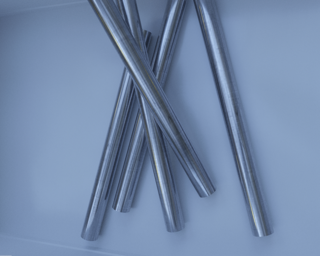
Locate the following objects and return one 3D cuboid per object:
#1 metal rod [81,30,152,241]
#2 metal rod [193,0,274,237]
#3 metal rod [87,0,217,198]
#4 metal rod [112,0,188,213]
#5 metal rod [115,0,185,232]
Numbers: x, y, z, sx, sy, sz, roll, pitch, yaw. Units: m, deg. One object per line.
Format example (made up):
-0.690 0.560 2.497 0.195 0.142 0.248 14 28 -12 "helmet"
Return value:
-0.062 0.013 0.431 0.025 0.025 0.298 17 96 19 "metal rod"
0.088 -0.020 0.379 0.025 0.025 0.298 -15 85 19 "metal rod"
-0.012 -0.047 0.361 0.025 0.025 0.299 -26 102 18 "metal rod"
-0.014 -0.031 0.414 0.025 0.025 0.298 17 96 19 "metal rod"
-0.011 -0.015 0.389 0.025 0.025 0.298 -11 96 19 "metal rod"
